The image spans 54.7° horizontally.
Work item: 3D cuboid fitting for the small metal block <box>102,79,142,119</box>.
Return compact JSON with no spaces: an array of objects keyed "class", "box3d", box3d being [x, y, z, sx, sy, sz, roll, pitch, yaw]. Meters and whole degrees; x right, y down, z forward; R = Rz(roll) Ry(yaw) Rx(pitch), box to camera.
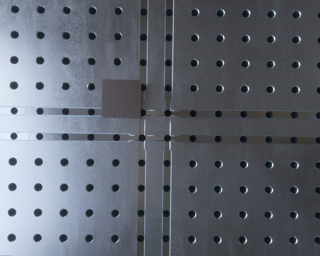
[{"class":"small metal block","box3d":[-0.050,-0.038,0.413,0.050,0.025,0.050,1,90,-1]}]
